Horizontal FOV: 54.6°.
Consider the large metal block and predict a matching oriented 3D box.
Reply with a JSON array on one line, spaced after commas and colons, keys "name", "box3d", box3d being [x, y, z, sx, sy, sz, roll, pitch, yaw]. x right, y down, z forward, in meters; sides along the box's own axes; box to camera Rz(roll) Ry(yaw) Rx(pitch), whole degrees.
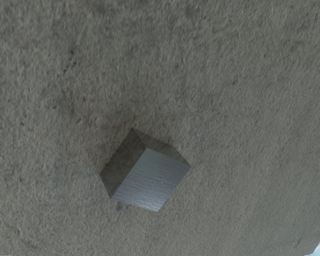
[{"name": "large metal block", "box3d": [-0.020, 0.057, 0.415, 0.080, 0.050, 0.080, 27, 104, -37]}]
